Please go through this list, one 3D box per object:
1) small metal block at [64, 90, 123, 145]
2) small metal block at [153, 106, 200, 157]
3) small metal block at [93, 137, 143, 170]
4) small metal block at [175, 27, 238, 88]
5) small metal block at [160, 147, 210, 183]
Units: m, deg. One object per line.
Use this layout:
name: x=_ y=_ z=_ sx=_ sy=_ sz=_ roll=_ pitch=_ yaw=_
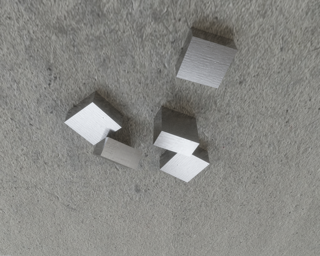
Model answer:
small metal block: x=-0.084 y=-0.012 z=0.396 sx=0.050 sy=0.025 sz=0.050 roll=-31 pitch=124 yaw=23
small metal block: x=0.020 y=0.004 z=0.394 sx=0.050 sy=0.050 sz=0.025 roll=19 pitch=128 yaw=-16
small metal block: x=-0.058 y=0.034 z=0.418 sx=0.050 sy=0.025 sz=0.050 roll=26 pitch=168 yaw=-21
small metal block: x=0.049 y=-0.077 z=0.342 sx=0.050 sy=0.025 sz=0.050 roll=13 pitch=129 yaw=-12
small metal block: x=0.035 y=0.047 z=0.447 sx=0.050 sy=0.025 sz=0.050 roll=28 pitch=125 yaw=-22
